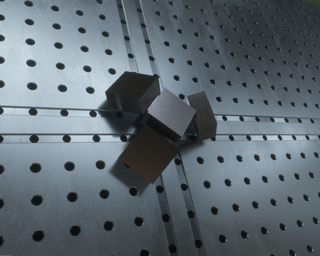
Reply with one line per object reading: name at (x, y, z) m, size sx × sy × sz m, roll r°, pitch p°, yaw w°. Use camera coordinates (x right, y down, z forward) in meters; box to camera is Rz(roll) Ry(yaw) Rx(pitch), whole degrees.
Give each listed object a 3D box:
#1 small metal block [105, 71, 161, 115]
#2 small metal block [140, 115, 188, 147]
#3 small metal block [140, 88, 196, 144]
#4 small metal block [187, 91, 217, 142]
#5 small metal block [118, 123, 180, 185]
small metal block at (-0.034, -0.047, 0.402) m, size 0.050 × 0.025 × 0.050 m, roll 14°, pitch 47°, yaw 24°
small metal block at (0.004, -0.003, 0.412) m, size 0.050 × 0.025 × 0.050 m, roll 1°, pitch 64°, yaw -27°
small metal block at (0.011, -0.015, 0.390) m, size 0.050 × 0.025 × 0.050 m, roll 36°, pitch 51°, yaw -5°
small metal block at (0.058, -0.015, 0.428) m, size 0.025 × 0.050 × 0.050 m, roll -17°, pitch 67°, yaw 0°
small metal block at (-0.013, 0.030, 0.366) m, size 0.050 × 0.025 × 0.050 m, roll 38°, pitch 88°, yaw -2°
